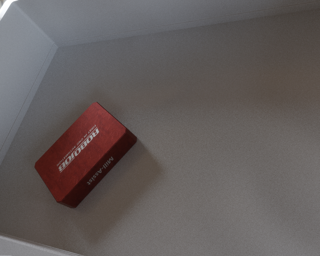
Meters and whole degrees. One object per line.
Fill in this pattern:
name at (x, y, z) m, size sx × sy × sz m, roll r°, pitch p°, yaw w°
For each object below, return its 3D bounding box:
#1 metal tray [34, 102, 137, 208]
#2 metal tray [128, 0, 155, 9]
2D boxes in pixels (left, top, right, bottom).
metal tray at (-0.106, 0.035, 0.437) m, size 0.130 × 0.030 × 0.090 m, roll -47°, pitch 51°, yaw -5°
metal tray at (-0.001, -0.286, 0.581) m, size 0.130 × 0.030 × 0.090 m, roll -16°, pitch 55°, yaw 18°
